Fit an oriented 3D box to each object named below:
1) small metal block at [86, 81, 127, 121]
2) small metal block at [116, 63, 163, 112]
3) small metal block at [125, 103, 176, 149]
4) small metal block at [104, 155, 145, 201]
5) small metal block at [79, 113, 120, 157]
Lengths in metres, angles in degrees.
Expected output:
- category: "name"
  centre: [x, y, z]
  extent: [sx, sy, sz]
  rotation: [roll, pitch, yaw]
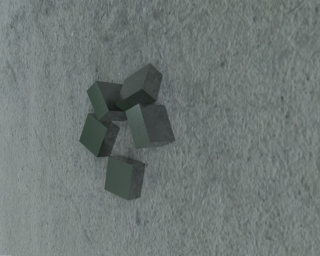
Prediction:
- category: "small metal block"
  centre: [-0.070, -0.038, 0.444]
  extent: [0.025, 0.050, 0.050]
  rotation: [-39, 67, 33]
- category: "small metal block"
  centre: [-0.027, -0.051, 0.409]
  extent: [0.050, 0.025, 0.050]
  rotation: [-25, 38, 37]
- category: "small metal block"
  centre: [-0.012, -0.002, 0.396]
  extent: [0.025, 0.050, 0.050]
  rotation: [-26, 74, 37]
- category: "small metal block"
  centre: [-0.051, 0.070, 0.445]
  extent: [0.050, 0.025, 0.050]
  rotation: [14, 99, 39]
- category: "small metal block"
  centre: [-0.095, 0.011, 0.480]
  extent: [0.050, 0.025, 0.050]
  rotation: [34, 111, 34]
